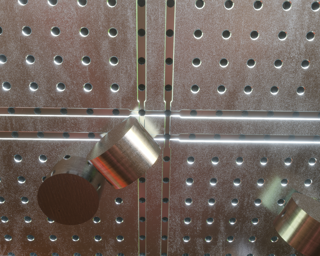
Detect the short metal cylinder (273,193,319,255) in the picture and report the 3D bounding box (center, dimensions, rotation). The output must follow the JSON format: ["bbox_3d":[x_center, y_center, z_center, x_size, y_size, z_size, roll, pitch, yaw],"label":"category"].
[{"bbox_3d":[0.211,0.137,0.438,0.080,0.080,0.050,23,108,-9],"label":"short metal cylinder"}]

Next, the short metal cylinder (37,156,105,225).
[{"bbox_3d":[-0.121,0.086,0.430,0.081,0.050,0.079,0,110,0],"label":"short metal cylinder"}]

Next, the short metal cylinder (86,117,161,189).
[{"bbox_3d":[-0.046,0.031,0.395,0.080,0.080,0.050,-36,107,12],"label":"short metal cylinder"}]
